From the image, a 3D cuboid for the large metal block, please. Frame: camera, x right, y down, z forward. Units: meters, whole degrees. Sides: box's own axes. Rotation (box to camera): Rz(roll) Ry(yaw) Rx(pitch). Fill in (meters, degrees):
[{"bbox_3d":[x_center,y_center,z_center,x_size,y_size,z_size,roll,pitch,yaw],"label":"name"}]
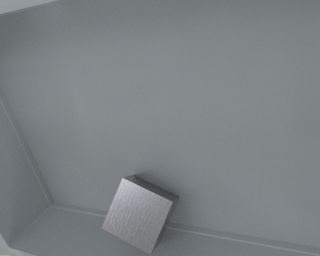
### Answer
[{"bbox_3d":[-0.027,0.125,0.461,0.080,0.050,0.080,23,92,14],"label":"large metal block"}]
